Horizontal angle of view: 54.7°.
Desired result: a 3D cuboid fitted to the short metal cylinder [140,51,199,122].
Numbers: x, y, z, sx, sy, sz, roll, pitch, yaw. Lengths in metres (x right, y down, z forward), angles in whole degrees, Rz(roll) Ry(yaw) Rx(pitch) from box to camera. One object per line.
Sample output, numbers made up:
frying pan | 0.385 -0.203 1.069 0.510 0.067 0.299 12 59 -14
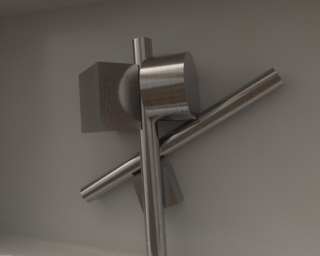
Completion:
short metal cylinder | 0.014 -0.048 0.373 0.050 0.080 0.080 -5 89 18

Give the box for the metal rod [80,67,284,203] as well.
metal rod | 0.016 0.018 0.402 0.300 0.025 0.025 -33 80 16

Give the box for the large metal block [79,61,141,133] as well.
large metal block | -0.067 -0.035 0.397 0.080 0.050 0.079 -5 88 60

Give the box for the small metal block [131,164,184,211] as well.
small metal block | -0.003 0.081 0.409 0.050 0.025 0.050 -22 83 18

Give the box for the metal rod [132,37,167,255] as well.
metal rod | -0.012 0.038 0.385 0.025 0.025 0.298 -5 87 19
